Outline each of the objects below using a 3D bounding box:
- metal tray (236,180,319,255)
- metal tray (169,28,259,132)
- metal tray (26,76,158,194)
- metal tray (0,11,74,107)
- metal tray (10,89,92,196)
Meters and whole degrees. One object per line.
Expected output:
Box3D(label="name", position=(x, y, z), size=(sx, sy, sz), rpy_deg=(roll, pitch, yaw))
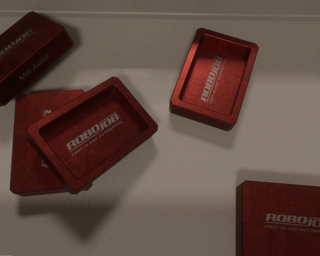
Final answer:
Box3D(label="metal tray", position=(0.159, 0.114, 0.367), size=(0.131, 0.030, 0.090), rpy_deg=(5, 70, 1))
Box3D(label="metal tray", position=(0.076, -0.070, 0.433), size=(0.090, 0.030, 0.130), rpy_deg=(19, 71, 6))
Box3D(label="metal tray", position=(-0.078, 0.005, 0.376), size=(0.131, 0.030, 0.090), rpy_deg=(-38, 86, -30))
Box3D(label="metal tray", position=(-0.195, -0.099, 0.425), size=(0.090, 0.030, 0.130), rpy_deg=(32, 72, 32))
Box3D(label="metal tray", position=(-0.138, 0.017, 0.399), size=(0.091, 0.030, 0.129), rpy_deg=(-5, 70, -3))
